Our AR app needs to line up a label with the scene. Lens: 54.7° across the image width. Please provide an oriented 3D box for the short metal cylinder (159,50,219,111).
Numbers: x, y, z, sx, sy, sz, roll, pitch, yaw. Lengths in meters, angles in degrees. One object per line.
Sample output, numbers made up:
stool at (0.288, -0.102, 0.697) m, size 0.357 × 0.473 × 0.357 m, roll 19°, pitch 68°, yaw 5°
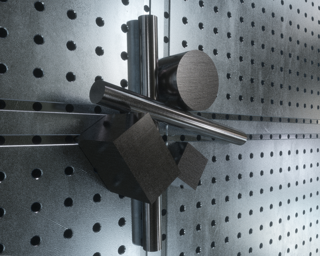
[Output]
short metal cylinder at (0.035, -0.062, 0.424) m, size 0.081 × 0.050 × 0.079 m, roll 0°, pitch 90°, yaw -40°

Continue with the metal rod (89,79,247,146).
metal rod at (0.037, -0.009, 0.418) m, size 0.302 × 0.025 × 0.025 m, roll 15°, pitch 80°, yaw -47°

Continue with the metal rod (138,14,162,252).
metal rod at (-0.013, 0.007, 0.401) m, size 0.025 × 0.025 × 0.298 m, roll -2°, pitch 92°, yaw -40°

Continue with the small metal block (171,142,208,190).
small metal block at (0.037, 0.054, 0.443) m, size 0.050 × 0.025 × 0.050 m, roll 41°, pitch 65°, yaw -33°

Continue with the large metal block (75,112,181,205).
large metal block at (-0.036, 0.031, 0.343) m, size 0.050 × 0.080 × 0.080 m, roll -42°, pitch 116°, yaw -32°
